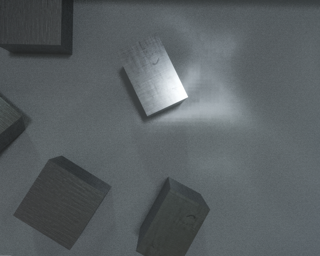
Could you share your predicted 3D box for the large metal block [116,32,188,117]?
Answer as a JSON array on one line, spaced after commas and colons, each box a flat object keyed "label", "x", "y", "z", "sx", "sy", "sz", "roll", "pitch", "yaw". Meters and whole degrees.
[{"label": "large metal block", "x": -0.009, "y": -0.060, "z": 0.384, "sx": 0.050, "sy": 0.080, "sz": 0.080, "roll": -26, "pitch": 90, "yaw": 0}]

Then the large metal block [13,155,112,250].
[{"label": "large metal block", "x": -0.121, "y": 0.092, "z": 0.397, "sx": 0.080, "sy": 0.050, "sz": 0.080, "roll": 32, "pitch": 90, "yaw": -1}]

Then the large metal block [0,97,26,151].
[{"label": "large metal block", "x": -0.229, "y": -0.006, "z": 0.380, "sx": 0.080, "sy": 0.050, "sz": 0.080, "roll": 41, "pitch": 62, "yaw": -1}]

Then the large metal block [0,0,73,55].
[{"label": "large metal block", "x": -0.159, "y": -0.140, "z": 0.397, "sx": 0.081, "sy": 0.050, "sz": 0.079, "roll": 1, "pitch": 90, "yaw": -1}]

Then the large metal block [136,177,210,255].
[{"label": "large metal block", "x": 0.014, "y": 0.114, "z": 0.384, "sx": 0.050, "sy": 0.080, "sz": 0.080, "roll": 29, "pitch": 90, "yaw": -1}]
